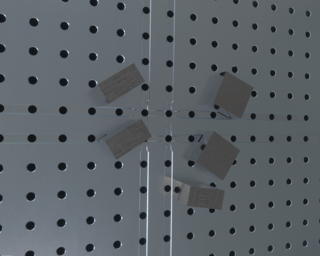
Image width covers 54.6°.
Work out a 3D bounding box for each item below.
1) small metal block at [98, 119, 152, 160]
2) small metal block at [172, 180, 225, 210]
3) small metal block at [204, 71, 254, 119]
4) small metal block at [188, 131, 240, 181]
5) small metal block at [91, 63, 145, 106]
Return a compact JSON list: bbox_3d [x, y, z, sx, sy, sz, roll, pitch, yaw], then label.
[{"bbox_3d":[-0.044,0.013,0.383,0.050,0.050,0.025,-33,101,-17],"label":"small metal block"},{"bbox_3d":[0.051,0.089,0.418,0.050,0.050,0.025,12,86,-20],"label":"small metal block"},{"bbox_3d":[0.100,-0.047,0.449,0.050,0.025,0.050,26,81,-18],"label":"small metal block"},{"bbox_3d":[0.077,0.039,0.441,0.050,0.025,0.050,35,79,-17],"label":"small metal block"},{"bbox_3d":[-0.052,-0.052,0.380,0.050,0.050,0.025,-35,102,-17],"label":"small metal block"}]
